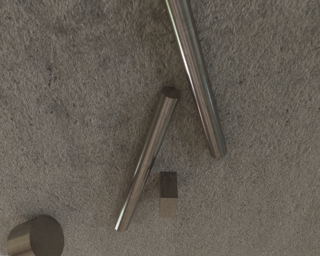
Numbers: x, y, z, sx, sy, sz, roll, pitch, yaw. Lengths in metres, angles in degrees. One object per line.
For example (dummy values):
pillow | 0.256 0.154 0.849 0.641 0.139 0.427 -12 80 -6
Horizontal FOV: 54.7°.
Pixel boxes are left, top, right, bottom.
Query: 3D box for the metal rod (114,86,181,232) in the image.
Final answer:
metal rod | -0.028 0.067 0.463 0.025 0.025 0.298 12 129 -10

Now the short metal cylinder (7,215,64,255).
short metal cylinder | -0.214 0.198 0.538 0.050 0.080 0.080 -23 127 18

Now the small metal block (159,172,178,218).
small metal block | 0.012 0.103 0.479 0.025 0.050 0.050 2 130 -2

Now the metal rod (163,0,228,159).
metal rod | 0.037 -0.074 0.344 0.025 0.025 0.299 -14 129 11
